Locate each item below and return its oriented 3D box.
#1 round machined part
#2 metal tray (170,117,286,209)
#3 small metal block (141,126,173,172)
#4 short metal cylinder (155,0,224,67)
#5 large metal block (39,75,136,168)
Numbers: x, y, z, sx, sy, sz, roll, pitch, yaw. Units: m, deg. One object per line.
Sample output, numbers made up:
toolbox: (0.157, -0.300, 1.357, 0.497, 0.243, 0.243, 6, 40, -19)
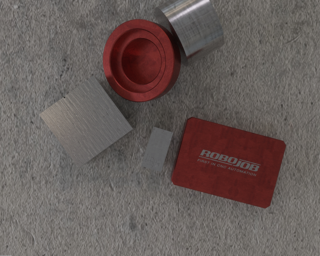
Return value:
round machined part: (-0.019, -0.083, 0.388, 0.098, 0.042, 0.097, 5, 102, 25)
metal tray: (0.088, 0.044, 0.408, 0.131, 0.030, 0.090, 15, 90, 0)
small metal block: (-0.003, 0.025, 0.398, 0.025, 0.050, 0.050, 17, 90, 0)
short metal cylinder: (0.036, -0.124, 0.382, 0.050, 0.080, 0.080, -30, 90, -1)
large metal block: (-0.089, -0.008, 0.397, 0.080, 0.050, 0.080, -36, 90, 0)
